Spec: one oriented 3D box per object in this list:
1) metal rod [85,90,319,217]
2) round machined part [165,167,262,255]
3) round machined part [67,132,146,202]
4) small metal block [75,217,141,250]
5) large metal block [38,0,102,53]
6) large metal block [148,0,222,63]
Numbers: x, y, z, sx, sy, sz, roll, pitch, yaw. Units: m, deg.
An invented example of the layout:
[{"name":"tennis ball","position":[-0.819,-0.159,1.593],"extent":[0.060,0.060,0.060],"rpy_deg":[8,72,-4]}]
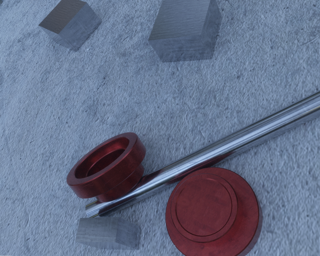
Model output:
[{"name":"metal rod","position":[0.047,0.037,0.356],"extent":[0.300,0.025,0.025],"rpy_deg":[-27,52,11]},{"name":"round machined part","position":[0.050,0.085,0.315],"extent":[0.098,0.042,0.098],"rpy_deg":[-13,56,21]},{"name":"round machined part","position":[-0.059,0.051,0.374],"extent":[0.098,0.042,0.098],"rpy_deg":[-27,20,11]},{"name":"small metal block","position":[-0.056,0.118,0.345],"extent":[0.050,0.050,0.025],"rpy_deg":[-9,58,24]},{"name":"large metal block","position":[-0.175,-0.204,0.605],"extent":[0.080,0.050,0.080],"rpy_deg":[31,79,37]},{"name":"large metal block","position":[0.039,-0.146,0.457],"extent":[0.080,0.050,0.080],"rpy_deg":[3,63,29]}]
